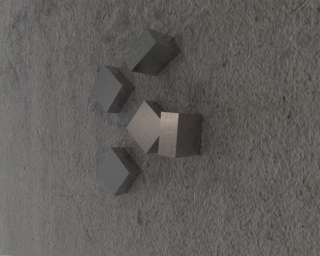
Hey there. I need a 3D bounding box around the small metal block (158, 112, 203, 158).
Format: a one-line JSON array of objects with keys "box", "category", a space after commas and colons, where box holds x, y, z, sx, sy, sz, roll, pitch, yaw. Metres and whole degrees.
[{"box": [0.025, 0.007, 0.368, 0.025, 0.050, 0.050, 7, 95, 40], "category": "small metal block"}]

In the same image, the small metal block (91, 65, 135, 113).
[{"box": [-0.072, -0.057, 0.464, 0.050, 0.025, 0.050, 50, 119, 28], "category": "small metal block"}]

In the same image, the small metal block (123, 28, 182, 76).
[{"box": [-0.010, -0.095, 0.397, 0.050, 0.050, 0.025, -42, 65, 32], "category": "small metal block"}]

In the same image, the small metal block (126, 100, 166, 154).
[{"box": [-0.011, -0.001, 0.414, 0.050, 0.025, 0.050, 50, 120, 28], "category": "small metal block"}]

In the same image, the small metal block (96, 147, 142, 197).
[{"box": [-0.061, 0.063, 0.455, 0.050, 0.025, 0.050, 49, 119, 29], "category": "small metal block"}]
